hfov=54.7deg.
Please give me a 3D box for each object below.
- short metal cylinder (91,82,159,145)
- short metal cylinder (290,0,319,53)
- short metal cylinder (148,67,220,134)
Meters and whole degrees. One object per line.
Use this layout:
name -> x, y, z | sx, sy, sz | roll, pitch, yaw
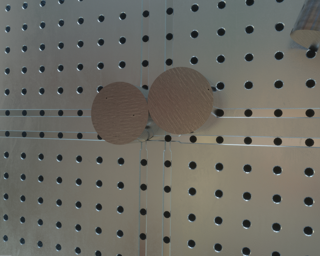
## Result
short metal cylinder -> -0.043, -0.019, 0.414 | 0.080, 0.050, 0.079 | 0, 90, 19
short metal cylinder -> 0.185, -0.108, 0.319 | 0.080, 0.080, 0.050 | 24, 98, 18
short metal cylinder -> 0.031, -0.032, 0.388 | 0.080, 0.050, 0.079 | 0, 90, 19
